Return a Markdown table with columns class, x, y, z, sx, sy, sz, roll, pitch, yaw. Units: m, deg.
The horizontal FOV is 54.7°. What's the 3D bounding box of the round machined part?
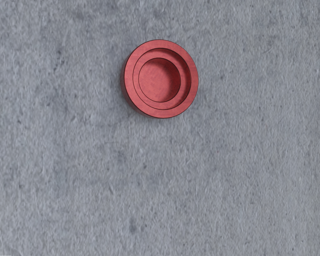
| class | x | y | z | sx | sy | sz | roll | pitch | yaw |
| --- | --- | --- | --- | --- | --- | --- | --- | --- | --- |
| round machined part | -0.003 | -0.060 | 0.400 | 0.099 | 0.042 | 0.097 | 0 | 90 | -21 |
